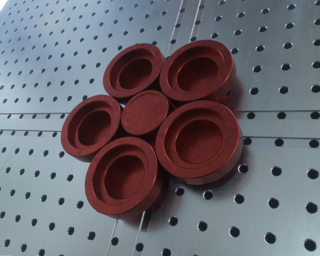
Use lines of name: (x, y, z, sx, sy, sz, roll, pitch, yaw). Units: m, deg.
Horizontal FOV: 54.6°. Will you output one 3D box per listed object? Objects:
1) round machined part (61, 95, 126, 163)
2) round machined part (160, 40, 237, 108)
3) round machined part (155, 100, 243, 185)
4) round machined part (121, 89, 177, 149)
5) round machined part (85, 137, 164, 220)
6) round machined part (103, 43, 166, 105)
round machined part: (-0.088, 0.004, 0.441, 0.098, 0.042, 0.098, -13, 56, 21)
round machined part: (0.052, -0.065, 0.410, 0.098, 0.042, 0.098, -13, 56, 21)
round machined part: (0.047, 0.020, 0.361, 0.098, 0.042, 0.098, -13, 56, 21)
round machined part: (-0.012, -0.011, 0.411, 0.098, 0.042, 0.098, -13, 56, 21)
round machined part: (-0.039, 0.063, 0.379, 0.098, 0.042, 0.098, -13, 56, 21)
round machined part: (-0.032, -0.075, 0.461, 0.098, 0.042, 0.098, -13, 56, 21)
